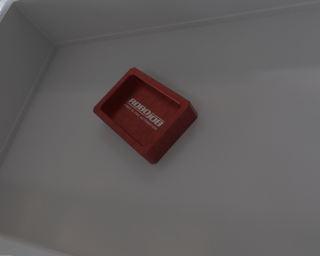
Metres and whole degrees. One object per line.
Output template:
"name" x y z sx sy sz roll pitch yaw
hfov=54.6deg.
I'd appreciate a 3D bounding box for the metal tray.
"metal tray" -0.024 -0.022 0.429 0.090 0.030 0.130 -48 51 -6
